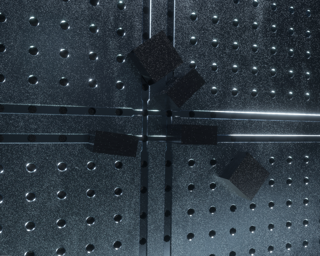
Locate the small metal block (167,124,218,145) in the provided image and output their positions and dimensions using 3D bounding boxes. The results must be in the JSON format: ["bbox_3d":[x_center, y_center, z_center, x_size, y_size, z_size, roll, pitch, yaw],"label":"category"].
[{"bbox_3d":[0.042,0.008,0.414,0.050,0.050,0.025,2,90,-20],"label":"small metal block"}]

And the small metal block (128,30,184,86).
[{"bbox_3d":[-0.006,-0.092,0.410,0.050,0.025,0.050,-38,102,-16],"label":"small metal block"}]

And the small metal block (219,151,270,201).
[{"bbox_3d":[0.125,0.070,0.459,0.050,0.025,0.050,43,77,-15],"label":"small metal block"}]

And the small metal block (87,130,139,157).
[{"bbox_3d":[-0.058,0.018,0.378,0.050,0.050,0.025,9,87,-20],"label":"small metal block"}]

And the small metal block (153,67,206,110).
[{"bbox_3d":[0.024,-0.050,0.408,0.050,0.050,0.025,-44,104,-15],"label":"small metal block"}]
